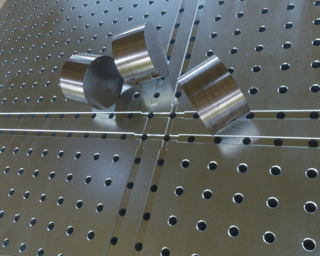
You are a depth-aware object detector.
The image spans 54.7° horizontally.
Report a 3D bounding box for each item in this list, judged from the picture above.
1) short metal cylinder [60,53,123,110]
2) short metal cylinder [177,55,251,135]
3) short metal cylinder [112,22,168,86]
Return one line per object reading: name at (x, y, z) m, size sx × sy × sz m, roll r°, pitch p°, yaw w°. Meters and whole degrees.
short metal cylinder at (-0.102, -0.071, 0.470) m, size 0.050 × 0.080 × 0.080 m, roll 15°, pitch 70°, yaw 34°
short metal cylinder at (0.062, -0.038, 0.363) m, size 0.050 × 0.080 × 0.080 m, roll -32°, pitch 52°, yaw 8°
short metal cylinder at (-0.027, -0.107, 0.453) m, size 0.050 × 0.080 × 0.080 m, roll -13°, pitch 56°, yaw 21°
